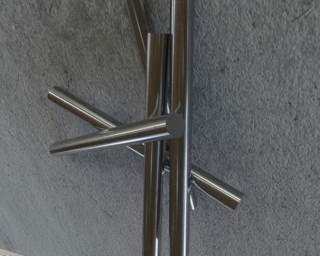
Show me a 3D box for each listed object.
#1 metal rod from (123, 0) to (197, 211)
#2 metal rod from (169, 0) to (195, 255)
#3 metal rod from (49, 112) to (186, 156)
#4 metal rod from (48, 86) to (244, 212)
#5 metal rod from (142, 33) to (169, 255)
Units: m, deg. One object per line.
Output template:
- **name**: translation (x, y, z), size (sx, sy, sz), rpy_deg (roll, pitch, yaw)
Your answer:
- **metal rod**: translation (0.007, -0.018, 0.392), size (0.025, 0.025, 0.298), rpy_deg (-1, 118, 29)
- **metal rod**: translation (0.023, 0.010, 0.348), size (0.025, 0.025, 0.298), rpy_deg (6, 105, 25)
- **metal rod**: translation (-0.080, 0.017, 0.408), size (0.299, 0.025, 0.025), rpy_deg (-12, 114, 50)
- **metal rod**: translation (-0.032, 0.018, 0.409), size (0.300, 0.025, 0.025), rpy_deg (29, 129, 19)
- **metal rod**: translation (-0.007, 0.042, 0.371), size (0.025, 0.025, 0.298), rpy_deg (9, 108, 23)
